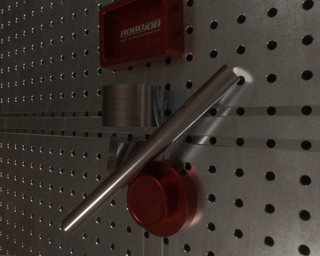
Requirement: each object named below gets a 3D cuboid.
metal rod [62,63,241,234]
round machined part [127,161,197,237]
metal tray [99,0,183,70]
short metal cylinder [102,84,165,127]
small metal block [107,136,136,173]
[{"bbox_3d":[-0.022,0.037,0.386,0.299,0.025,0.025,-44,63,17],"label":"metal rod"},{"bbox_3d":[-0.005,0.092,0.400,0.098,0.042,0.097,0,90,39],"label":"round machined part"},{"bbox_3d":[-0.030,-0.135,0.428,0.130,0.030,0.089,-2,89,39],"label":"metal tray"},{"bbox_3d":[-0.034,-0.027,0.400,0.080,0.081,0.050,1,91,39],"label":"short metal cylinder"},{"bbox_3d":[-0.056,0.041,0.439,0.050,0.025,0.050,-157,74,-68],"label":"small metal block"}]
